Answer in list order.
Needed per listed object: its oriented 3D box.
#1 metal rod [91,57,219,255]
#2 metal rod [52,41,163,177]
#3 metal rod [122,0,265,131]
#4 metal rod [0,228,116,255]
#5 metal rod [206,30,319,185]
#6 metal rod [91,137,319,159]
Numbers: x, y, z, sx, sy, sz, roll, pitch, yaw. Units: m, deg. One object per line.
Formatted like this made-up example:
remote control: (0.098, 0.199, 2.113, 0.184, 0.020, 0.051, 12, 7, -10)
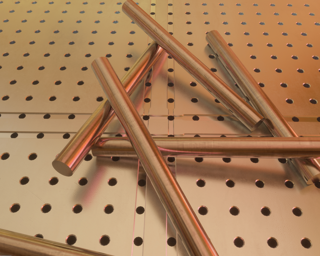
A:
metal rod: (-0.010, 0.033, 0.346, 0.025, 0.025, 0.299, -22, 64, -17)
metal rod: (-0.050, -0.053, 0.432, 0.025, 0.025, 0.301, 16, 46, 13)
metal rod: (0.038, -0.106, 0.472, 0.025, 0.025, 0.300, -31, 65, -24)
metal rod: (-0.121, 0.121, 0.305, 0.301, 0.025, 0.025, 10, 51, 8)
metal rod: (0.137, -0.051, 0.451, 0.025, 0.025, 0.300, -14, 51, -11)
metal rod: (0.068, 0.023, 0.369, 0.301, 0.025, 0.025, 0, 50, 7)
